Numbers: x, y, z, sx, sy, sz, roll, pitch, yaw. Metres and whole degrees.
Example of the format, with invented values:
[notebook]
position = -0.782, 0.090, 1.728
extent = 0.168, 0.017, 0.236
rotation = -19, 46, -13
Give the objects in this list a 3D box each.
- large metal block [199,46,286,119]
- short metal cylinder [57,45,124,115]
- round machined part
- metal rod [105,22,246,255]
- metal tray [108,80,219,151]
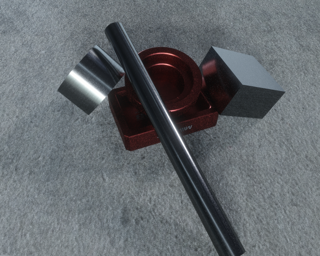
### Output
[large metal block]
position = 0.105, -0.060, 0.418
extent = 0.081, 0.050, 0.080
rotation = 3, 45, -33
[short metal cylinder]
position = -0.090, -0.064, 0.413
extent = 0.050, 0.080, 0.080
rotation = 40, 53, -14
[round machined part]
position = 0.003, -0.055, 0.409
extent = 0.099, 0.042, 0.098
rotation = 2, 65, -4
[metal rod]
position = 0.006, 0.000, 0.348
extent = 0.025, 0.025, 0.299
rotation = -22, 70, -17
[metal tray]
position = 0.003, -0.027, 0.424
extent = 0.131, 0.030, 0.090
rotation = -16, 52, -14
